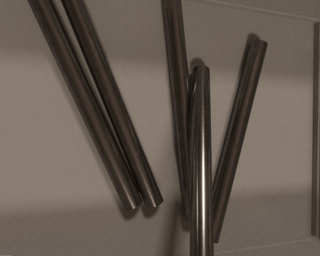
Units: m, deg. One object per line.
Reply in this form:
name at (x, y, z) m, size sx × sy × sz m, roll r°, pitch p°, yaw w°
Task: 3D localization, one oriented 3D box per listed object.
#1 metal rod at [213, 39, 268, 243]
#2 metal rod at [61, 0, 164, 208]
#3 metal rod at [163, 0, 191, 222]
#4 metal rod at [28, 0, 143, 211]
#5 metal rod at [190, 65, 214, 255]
metal rod at (0.110, 0.015, 0.452) m, size 0.025 × 0.025 × 0.299 m, roll 18°, pitch 84°, yaw -20°
metal rod at (-0.061, -0.038, 0.388) m, size 0.025 × 0.025 × 0.298 m, roll -24°, pitch 98°, yaw -19°
metal rod at (0.032, -0.022, 0.423) m, size 0.025 × 0.025 × 0.298 m, roll -7°, pitch 93°, yaw -20°
metal rod at (-0.092, -0.036, 0.377) m, size 0.025 × 0.025 × 0.299 m, roll -26°, pitch 99°, yaw -18°
metal rod at (0.049, 0.052, 0.366) m, size 0.025 × 0.025 × 0.299 m, roll 14°, pitch 61°, yaw -20°
